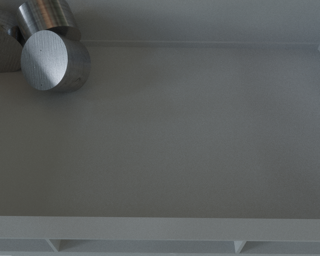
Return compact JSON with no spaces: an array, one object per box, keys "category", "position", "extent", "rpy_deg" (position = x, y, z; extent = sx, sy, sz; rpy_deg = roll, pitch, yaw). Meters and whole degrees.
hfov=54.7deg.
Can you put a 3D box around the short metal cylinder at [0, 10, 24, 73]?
[{"category":"short metal cylinder","position":[-0.246,-0.133,0.478],"extent":[0.081,0.080,0.050],"rpy_deg":[-4,51,-4]}]

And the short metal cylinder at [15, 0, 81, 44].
[{"category":"short metal cylinder","position":[-0.166,-0.150,0.462],"extent":[0.081,0.080,0.050],"rpy_deg":[-21,82,-17]}]

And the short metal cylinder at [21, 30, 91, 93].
[{"category":"short metal cylinder","position":[-0.146,-0.091,0.436],"extent":[0.080,0.080,0.050],"rpy_deg":[26,12,20]}]
